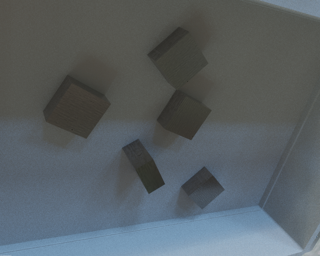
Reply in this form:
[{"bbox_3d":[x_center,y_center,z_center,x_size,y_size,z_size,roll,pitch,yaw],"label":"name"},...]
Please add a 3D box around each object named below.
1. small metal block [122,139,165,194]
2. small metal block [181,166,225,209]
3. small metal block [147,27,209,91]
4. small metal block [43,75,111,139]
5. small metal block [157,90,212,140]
[{"bbox_3d":[-0.022,0.050,0.412,0.025,0.050,0.050,-30,129,-9],"label":"small metal block"},{"bbox_3d":[0.071,0.099,0.508,0.050,0.025,0.050,-41,130,0],"label":"small metal block"},{"bbox_3d":[0.022,-0.082,0.370,0.050,0.025,0.050,-42,130,0],"label":"small metal block"},{"bbox_3d":[-0.092,-0.023,0.344,0.050,0.025,0.050,29,102,-38],"label":"small metal block"},{"bbox_3d":[0.033,-0.017,0.416,0.050,0.025,0.050,23,106,-37],"label":"small metal block"}]
